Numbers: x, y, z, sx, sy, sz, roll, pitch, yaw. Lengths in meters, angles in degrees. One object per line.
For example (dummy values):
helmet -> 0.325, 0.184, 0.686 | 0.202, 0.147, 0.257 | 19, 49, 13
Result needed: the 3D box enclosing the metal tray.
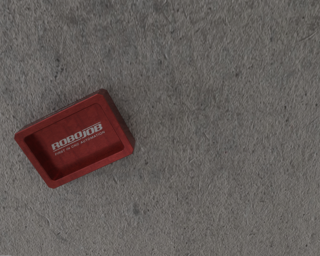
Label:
metal tray -> -0.110, 0.016, 0.411 | 0.130, 0.030, 0.090 | -25, 108, 8
